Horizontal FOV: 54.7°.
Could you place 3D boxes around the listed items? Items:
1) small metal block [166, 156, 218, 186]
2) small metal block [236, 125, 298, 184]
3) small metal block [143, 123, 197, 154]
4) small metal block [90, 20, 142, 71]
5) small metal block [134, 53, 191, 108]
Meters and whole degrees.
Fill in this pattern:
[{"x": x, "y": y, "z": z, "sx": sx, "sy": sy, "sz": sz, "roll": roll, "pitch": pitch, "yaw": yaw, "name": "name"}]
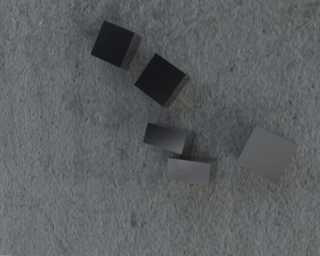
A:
[{"x": 0.041, "y": 0.050, "z": 0.381, "sx": 0.050, "sy": 0.050, "sz": 0.025, "roll": 6, "pitch": 92, "yaw": 19, "name": "small metal block"}, {"x": 0.125, "y": 0.030, "z": 0.365, "sx": 0.050, "sy": 0.025, "sz": 0.050, "roll": 28, "pitch": 99, "yaw": 17, "name": "small metal block"}, {"x": 0.014, "y": 0.012, "z": 0.390, "sx": 0.050, "sy": 0.050, "sz": 0.025, "roll": 16, "pitch": 96, "yaw": 19, "name": "small metal block"}, {"x": -0.061, "y": -0.114, "z": 0.429, "sx": 0.050, "sy": 0.025, "sz": 0.050, "roll": 27, "pitch": 99, "yaw": 17, "name": "small metal block"}, {"x": 0.003, "y": -0.062, "z": 0.407, "sx": 0.050, "sy": 0.025, "sz": 0.050, "roll": 39, "pitch": 102, "yaw": 15, "name": "small metal block"}]
